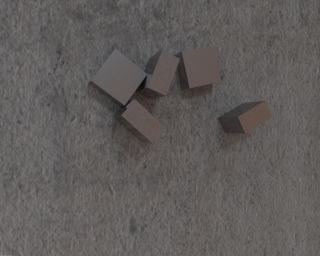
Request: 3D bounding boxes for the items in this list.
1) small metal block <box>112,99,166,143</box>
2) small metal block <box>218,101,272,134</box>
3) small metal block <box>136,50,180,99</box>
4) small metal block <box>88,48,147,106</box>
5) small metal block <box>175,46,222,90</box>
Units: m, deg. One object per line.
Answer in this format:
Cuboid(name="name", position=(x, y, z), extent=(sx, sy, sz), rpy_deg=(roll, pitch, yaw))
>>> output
Cuboid(name="small metal block", position=(-0.027, -0.008, 0.386), extent=(0.050, 0.050, 0.025), rpy_deg=(43, 76, -15))
Cuboid(name="small metal block", position=(0.121, -0.015, 0.442), extent=(0.050, 0.050, 0.025), rpy_deg=(-29, 100, -18))
Cuboid(name="small metal block", position=(-0.004, -0.066, 0.395), extent=(0.025, 0.050, 0.050), rpy_deg=(23, 82, -19))
Cuboid(name="small metal block", position=(-0.053, -0.062, 0.390), extent=(0.050, 0.025, 0.050), rpy_deg=(37, 78, -17))
Cuboid(name="small metal block", position=(0.053, -0.083, 0.430), extent=(0.050, 0.025, 0.050), rpy_deg=(-14, 95, -20))
